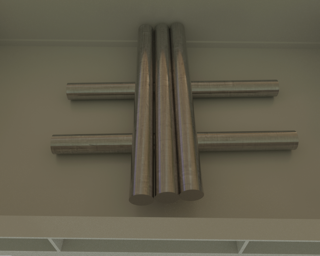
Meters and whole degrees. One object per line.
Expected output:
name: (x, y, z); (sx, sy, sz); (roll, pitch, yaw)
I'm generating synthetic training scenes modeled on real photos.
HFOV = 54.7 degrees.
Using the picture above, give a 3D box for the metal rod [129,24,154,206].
metal rod: (-0.021, -0.043, 0.405); (0.025, 0.025, 0.300); (-1, 50, -1)

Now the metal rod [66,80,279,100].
metal rod: (0.019, -0.056, 0.450); (0.302, 0.025, 0.025); (-1, 50, -1)

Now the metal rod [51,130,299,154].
metal rod: (0.019, 0.018, 0.389); (0.302, 0.025, 0.025); (-1, 50, -1)

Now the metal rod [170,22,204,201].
metal rod: (0.030, -0.047, 0.409); (0.025, 0.025, 0.300); (-1, 50, -1)

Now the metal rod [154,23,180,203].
metal rod: (0.005, -0.045, 0.407); (0.025, 0.025, 0.300); (-1, 50, -1)
